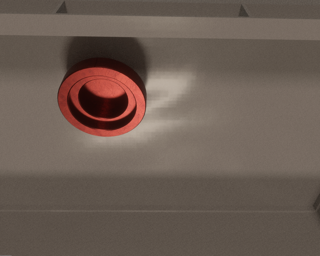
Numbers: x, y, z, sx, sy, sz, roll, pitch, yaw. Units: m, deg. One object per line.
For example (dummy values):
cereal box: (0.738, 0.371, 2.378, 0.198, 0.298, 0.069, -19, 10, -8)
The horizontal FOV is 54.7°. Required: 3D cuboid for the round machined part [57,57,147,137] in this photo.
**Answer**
round machined part: (-0.065, -0.039, 0.363, 0.099, 0.042, 0.097, -1, 130, 0)
